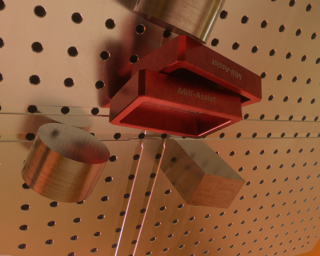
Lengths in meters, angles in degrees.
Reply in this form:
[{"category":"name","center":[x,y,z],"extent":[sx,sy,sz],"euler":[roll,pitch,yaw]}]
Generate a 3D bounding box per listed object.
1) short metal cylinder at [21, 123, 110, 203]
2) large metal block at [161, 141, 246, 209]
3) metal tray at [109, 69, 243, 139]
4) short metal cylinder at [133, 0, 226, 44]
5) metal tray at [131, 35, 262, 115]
[{"category":"short metal cylinder","center":[-0.103,0.036,0.342],"extent":[0.081,0.080,0.050],"euler":[17,110,-35]},{"category":"large metal block","center":[0.061,0.069,0.452],"extent":[0.081,0.080,0.050],"euler":[16,110,-35]},{"category":"metal tray","center":[0.017,-0.022,0.360],"extent":[0.131,0.030,0.090],"euler":[10,158,-27]},{"category":"short metal cylinder","center":[0.020,-0.123,0.307],"extent":[0.081,0.080,0.050],"euler":[15,105,-35]},{"category":"metal tray","center":[0.044,-0.053,0.361],"extent":[0.131,0.090,0.030],"euler":[17,68,-35]}]
